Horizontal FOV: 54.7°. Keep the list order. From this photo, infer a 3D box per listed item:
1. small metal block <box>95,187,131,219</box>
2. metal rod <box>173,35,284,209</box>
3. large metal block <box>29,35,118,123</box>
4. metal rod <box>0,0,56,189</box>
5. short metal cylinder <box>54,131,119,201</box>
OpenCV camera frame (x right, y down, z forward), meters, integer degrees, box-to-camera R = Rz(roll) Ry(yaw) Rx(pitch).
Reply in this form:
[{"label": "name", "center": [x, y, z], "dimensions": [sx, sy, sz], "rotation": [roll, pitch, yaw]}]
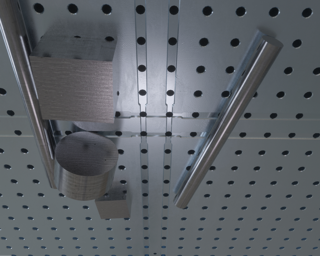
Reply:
[{"label": "small metal block", "center": [-0.077, 0.127, 0.519], "dimensions": [0.050, 0.025, 0.050], "rotation": [-4, 130, 3]}, {"label": "metal rod", "center": [0.078, 0.015, 0.425], "dimensions": [0.025, 0.025, 0.298], "rotation": [13, 129, -11]}, {"label": "large metal block", "center": [-0.091, -0.054, 0.349], "dimensions": [0.081, 0.050, 0.079], "rotation": [3, 130, -3]}, {"label": "metal rod", "center": [-0.155, -0.028, 0.385], "dimensions": [0.025, 0.025, 0.298], "rotation": [1, 130, -1]}, {"label": "short metal cylinder", "center": [-0.100, 0.050, 0.417], "dimensions": [0.081, 0.080, 0.050], "rotation": [11, 129, -9]}]
